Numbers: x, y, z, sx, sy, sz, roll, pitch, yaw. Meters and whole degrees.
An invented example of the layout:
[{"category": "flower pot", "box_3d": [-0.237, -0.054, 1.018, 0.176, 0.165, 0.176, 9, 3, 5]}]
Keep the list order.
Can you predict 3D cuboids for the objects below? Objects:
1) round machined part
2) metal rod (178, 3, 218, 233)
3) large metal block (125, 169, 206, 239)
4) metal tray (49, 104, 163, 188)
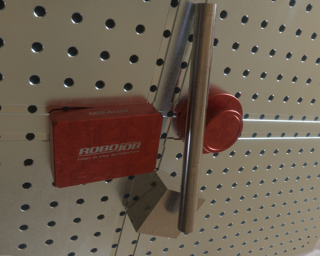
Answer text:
[{"category": "round machined part", "box_3d": [0.078, -0.004, 0.441, 0.099, 0.042, 0.097, -14, 124, -21]}, {"category": "metal rod", "box_3d": [0.045, 0.000, 0.398, 0.025, 0.025, 0.298, -5, 109, -26]}, {"category": "large metal block", "box_3d": [0.007, 0.116, 0.471, 0.080, 0.050, 0.080, 25, 105, -37]}, {"category": "metal tray", "box_3d": [-0.066, 0.020, 0.385, 0.131, 0.030, 0.089, -6, 121, -25]}]
